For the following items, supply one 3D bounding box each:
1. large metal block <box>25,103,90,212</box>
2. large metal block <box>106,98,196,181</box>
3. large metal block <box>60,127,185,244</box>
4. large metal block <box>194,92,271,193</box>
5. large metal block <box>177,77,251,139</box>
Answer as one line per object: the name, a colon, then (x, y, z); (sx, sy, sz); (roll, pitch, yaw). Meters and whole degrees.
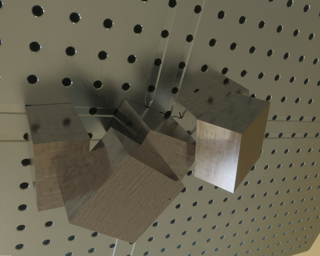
large metal block: (-0.111, 0.028, 0.332); (0.050, 0.080, 0.079); (-6, 121, -26)
large metal block: (-0.009, 0.014, 0.380); (0.080, 0.080, 0.050); (20, 108, -36)
large metal block: (-0.037, 0.059, 0.307); (0.080, 0.050, 0.080); (-49, 129, 6)
large metal block: (0.084, 0.014, 0.363); (0.080, 0.050, 0.079); (-37, 137, -42)
large metal block: (0.079, -0.013, 0.432); (0.080, 0.050, 0.080); (-27, 128, -12)
